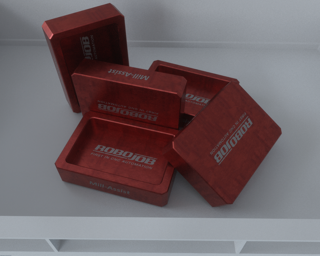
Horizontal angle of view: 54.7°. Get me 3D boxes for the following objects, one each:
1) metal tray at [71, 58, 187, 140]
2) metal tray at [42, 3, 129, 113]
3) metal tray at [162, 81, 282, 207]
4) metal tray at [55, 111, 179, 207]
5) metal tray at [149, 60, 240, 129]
[{"bbox_3d":[-0.036,-0.032,0.386,0.131,0.089,0.030,12,51,9],"label":"metal tray"},{"bbox_3d":[-0.088,-0.086,0.405,0.091,0.129,0.030,-24,55,-19],"label":"metal tray"},{"bbox_3d":[0.076,0.015,0.362,0.090,0.030,0.131,47,60,-1],"label":"metal tray"},{"bbox_3d":[-0.044,0.033,0.370,0.131,0.030,0.090,12,51,10],"label":"metal tray"},{"bbox_3d":[0.037,-0.045,0.438,0.130,0.030,0.090,16,52,13],"label":"metal tray"}]
